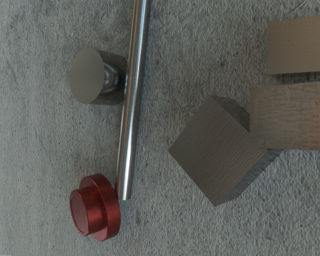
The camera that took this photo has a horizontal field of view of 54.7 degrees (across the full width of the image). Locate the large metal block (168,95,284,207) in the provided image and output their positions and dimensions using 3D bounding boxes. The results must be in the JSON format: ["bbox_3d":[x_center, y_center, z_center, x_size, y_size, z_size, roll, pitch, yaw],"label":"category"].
[{"bbox_3d":[0.069,0.023,0.331,0.080,0.050,0.080,49,119,28],"label":"large metal block"}]

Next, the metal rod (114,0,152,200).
[{"bbox_3d":[-0.038,-0.048,0.433,0.025,0.025,0.298,11,97,39],"label":"metal rod"}]

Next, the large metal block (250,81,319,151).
[{"bbox_3d":[0.131,-0.009,0.261,0.080,0.081,0.050,0,90,39],"label":"large metal block"}]

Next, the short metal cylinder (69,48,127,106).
[{"bbox_3d":[-0.089,-0.074,0.460,0.080,0.050,0.079,0,90,39],"label":"short metal cylinder"}]

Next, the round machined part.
[{"bbox_3d":[-0.101,0.120,0.458,0.098,0.042,0.097,17,112,51],"label":"round machined part"}]

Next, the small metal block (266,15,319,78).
[{"bbox_3d":[0.132,-0.076,0.295,0.050,0.025,0.050,3,92,39],"label":"small metal block"}]
